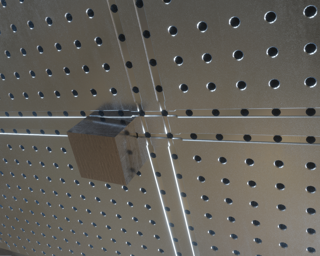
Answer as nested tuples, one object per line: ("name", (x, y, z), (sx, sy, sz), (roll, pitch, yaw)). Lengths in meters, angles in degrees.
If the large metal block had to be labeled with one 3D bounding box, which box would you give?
("large metal block", (-0.079, 0.032, 0.454), (0.080, 0.050, 0.079), (5, 121, 25))
